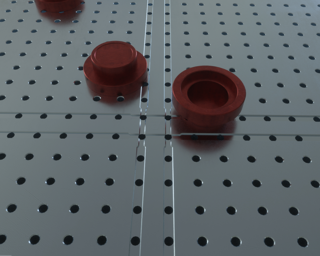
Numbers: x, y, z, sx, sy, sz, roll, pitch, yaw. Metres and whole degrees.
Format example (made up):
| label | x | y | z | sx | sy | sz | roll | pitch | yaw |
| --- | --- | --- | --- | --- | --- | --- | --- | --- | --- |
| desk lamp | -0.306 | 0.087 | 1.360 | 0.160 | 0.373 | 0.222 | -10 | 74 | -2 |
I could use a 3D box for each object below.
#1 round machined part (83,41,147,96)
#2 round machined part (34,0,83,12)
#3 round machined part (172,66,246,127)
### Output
| label | x | y | z | sx | sy | sz | roll | pitch | yaw |
| --- | --- | --- | --- | --- | --- | --- | --- | --- | --- |
| round machined part | -0.069 | -0.098 | 0.478 | 0.099 | 0.042 | 0.098 | 0 | 50 | 0 |
| round machined part | -0.209 | -0.280 | 0.630 | 0.099 | 0.042 | 0.098 | 0 | 50 | 0 |
| round machined part | 0.066 | -0.040 | 0.431 | 0.099 | 0.042 | 0.098 | 0 | 50 | 0 |
